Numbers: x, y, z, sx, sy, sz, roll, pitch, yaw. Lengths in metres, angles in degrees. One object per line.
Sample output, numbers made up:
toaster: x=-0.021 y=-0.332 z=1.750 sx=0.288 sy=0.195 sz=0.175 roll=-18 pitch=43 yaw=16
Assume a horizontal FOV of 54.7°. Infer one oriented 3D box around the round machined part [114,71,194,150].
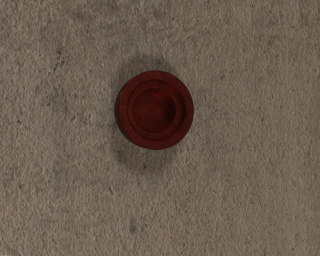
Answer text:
round machined part: x=-0.010 y=-0.022 z=0.397 sx=0.099 sy=0.042 sz=0.097 roll=0 pitch=90 yaw=-21
